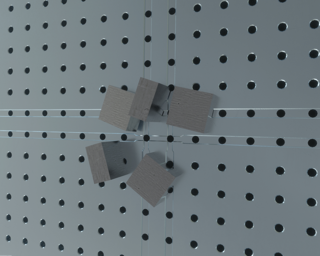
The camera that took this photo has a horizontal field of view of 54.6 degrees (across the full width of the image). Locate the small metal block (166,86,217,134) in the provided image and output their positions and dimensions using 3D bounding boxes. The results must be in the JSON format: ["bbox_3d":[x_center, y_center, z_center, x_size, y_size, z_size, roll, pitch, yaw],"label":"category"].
[{"bbox_3d":[0.041,-0.023,0.399,0.050,0.025,0.050,15,95,19],"label":"small metal block"}]

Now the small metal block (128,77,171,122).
[{"bbox_3d":[-0.012,-0.035,0.404,0.025,0.050,0.050,21,97,18],"label":"small metal block"}]

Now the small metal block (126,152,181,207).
[{"bbox_3d":[-0.009,0.068,0.416,0.050,0.025,0.050,38,102,16],"label":"small metal block"}]

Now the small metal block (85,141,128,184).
[{"bbox_3d":[-0.072,0.046,0.425,0.025,0.050,0.050,-17,84,19],"label":"small metal block"}]

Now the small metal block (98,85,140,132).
[{"bbox_3d":[-0.051,-0.027,0.427,0.050,0.025,0.050,22,97,28],"label":"small metal block"}]
